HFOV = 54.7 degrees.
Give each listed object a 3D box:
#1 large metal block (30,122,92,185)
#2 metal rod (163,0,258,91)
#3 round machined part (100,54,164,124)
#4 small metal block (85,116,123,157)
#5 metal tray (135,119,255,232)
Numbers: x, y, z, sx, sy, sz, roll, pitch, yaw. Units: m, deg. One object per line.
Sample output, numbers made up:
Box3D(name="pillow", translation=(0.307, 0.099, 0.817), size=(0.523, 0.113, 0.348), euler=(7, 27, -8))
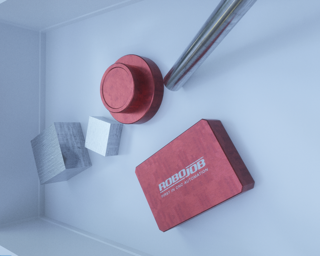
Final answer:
Box3D(name="large metal block", translation=(-0.169, 0.043, 0.527), size=(0.080, 0.050, 0.080), euler=(-30, 71, 35))
Box3D(name="metal rod", translation=(0.072, -0.116, 0.269), size=(0.299, 0.025, 0.025), euler=(-46, 60, 57))
Box3D(name="round machined part", translation=(-0.046, -0.054, 0.431), size=(0.098, 0.042, 0.097), euler=(0, 90, 39))
Box3D(name="small metal block", translation=(-0.087, 0.012, 0.476), size=(0.050, 0.025, 0.050), euler=(18, 101, 38))
Box3D(name="metal tray", translation=(0.035, 0.059, 0.373), size=(0.130, 0.030, 0.090), euler=(-38, 67, 33))
